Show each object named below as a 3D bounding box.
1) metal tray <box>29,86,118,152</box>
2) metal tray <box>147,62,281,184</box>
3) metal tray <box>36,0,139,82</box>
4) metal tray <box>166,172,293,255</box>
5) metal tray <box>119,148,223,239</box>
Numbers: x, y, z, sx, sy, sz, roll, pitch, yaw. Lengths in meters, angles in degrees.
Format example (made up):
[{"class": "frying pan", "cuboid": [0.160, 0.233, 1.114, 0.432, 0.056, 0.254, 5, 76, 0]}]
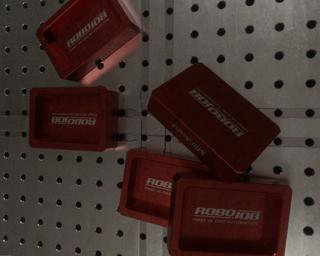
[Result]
[{"class": "metal tray", "cuboid": [-0.128, -0.014, 0.453, 0.130, 0.030, 0.089, 2, 91, 19]}, {"class": "metal tray", "cuboid": [0.061, -0.011, 0.358, 0.130, 0.091, 0.030, 43, 146, 14]}, {"class": "metal tray", "cuboid": [-0.106, -0.140, 0.445, 0.130, 0.030, 0.090, -34, 79, 16]}, {"class": "metal tray", "cuboid": [0.077, 0.102, 0.353, 0.131, 0.030, 0.089, 5, 93, -6]}, {"class": "metal tray", "cuboid": [0.016, 0.081, 0.403, 0.130, 0.030, 0.089, 9, 93, 19]}]
